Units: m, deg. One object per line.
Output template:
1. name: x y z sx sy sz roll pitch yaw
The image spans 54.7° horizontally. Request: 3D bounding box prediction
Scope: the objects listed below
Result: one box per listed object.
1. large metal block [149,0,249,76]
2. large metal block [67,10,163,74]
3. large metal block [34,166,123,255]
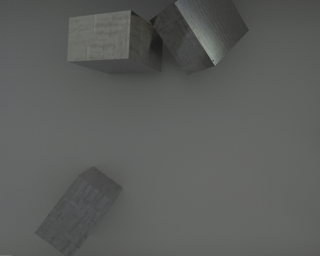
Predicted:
1. large metal block: 0.049 -0.123 0.373 0.080 0.050 0.080 -47 110 -28
2. large metal block: -0.051 -0.097 0.370 0.080 0.080 0.050 3 90 25
3. large metal block: -0.095 0.099 0.383 0.050 0.080 0.080 37 90 0
